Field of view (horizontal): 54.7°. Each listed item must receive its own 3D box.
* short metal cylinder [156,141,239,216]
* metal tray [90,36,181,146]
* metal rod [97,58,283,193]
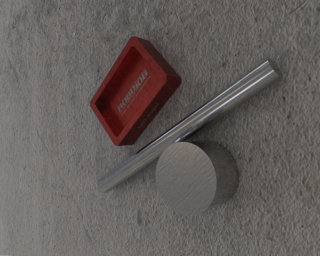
[{"bbox_3d":[0.042,0.055,0.354,0.080,0.050,0.080,0,90,40],"label":"short metal cylinder"},{"bbox_3d":[-0.040,-0.049,0.434,0.129,0.030,0.090,-51,60,28],"label":"metal tray"},{"bbox_3d":[0.015,0.014,0.392,0.299,0.025,0.025,-36,68,34],"label":"metal rod"}]
